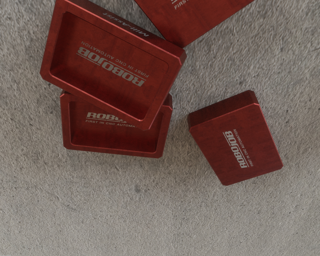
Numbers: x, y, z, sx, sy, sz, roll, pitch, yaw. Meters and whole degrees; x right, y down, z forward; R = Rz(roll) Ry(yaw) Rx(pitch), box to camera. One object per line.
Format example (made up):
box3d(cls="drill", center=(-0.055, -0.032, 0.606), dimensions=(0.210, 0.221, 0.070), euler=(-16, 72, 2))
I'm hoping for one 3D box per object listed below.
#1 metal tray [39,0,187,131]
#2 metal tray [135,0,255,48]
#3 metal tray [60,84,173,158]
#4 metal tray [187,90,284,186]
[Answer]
box3d(cls="metal tray", center=(-0.050, -0.065, 0.318), dimensions=(0.130, 0.030, 0.089), euler=(27, 122, 0))
box3d(cls="metal tray", center=(0.041, -0.143, 0.282), dimensions=(0.130, 0.030, 0.090), euler=(-30, 124, 23))
box3d(cls="metal tray", center=(-0.055, -0.008, 0.396), dimensions=(0.131, 0.030, 0.089), euler=(6, 130, -6))
box3d(cls="metal tray", center=(0.105, 0.019, 0.421), dimensions=(0.090, 0.030, 0.130), euler=(-22, 127, 17))
